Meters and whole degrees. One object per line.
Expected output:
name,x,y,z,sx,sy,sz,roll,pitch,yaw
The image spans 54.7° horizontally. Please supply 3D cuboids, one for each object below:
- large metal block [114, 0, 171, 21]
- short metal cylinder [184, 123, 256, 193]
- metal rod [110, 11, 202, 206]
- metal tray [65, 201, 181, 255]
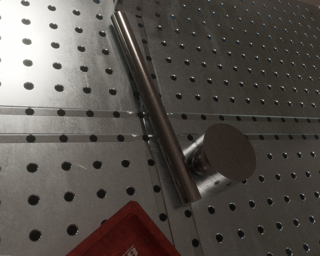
large metal block,-0.032,-0.236,0.521,0.081,0.050,0.080,7,59,-25
short metal cylinder,0.079,0.041,0.412,0.081,0.050,0.080,14,56,-21
metal rod,-0.013,-0.041,0.427,0.025,0.025,0.299,-8,66,-32
metal tray,-0.046,0.144,0.293,0.090,0.030,0.131,50,51,6
